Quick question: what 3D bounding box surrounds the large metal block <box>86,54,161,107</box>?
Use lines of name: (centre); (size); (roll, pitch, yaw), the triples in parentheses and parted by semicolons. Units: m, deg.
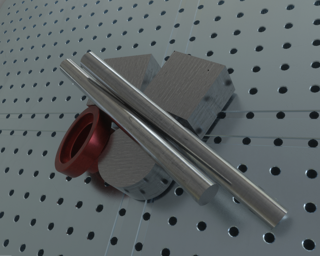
large metal block: (-0.046, -0.054, 0.441); (0.080, 0.050, 0.080); (1, 62, 28)

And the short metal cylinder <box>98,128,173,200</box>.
short metal cylinder: (-0.027, 0.041, 0.375); (0.080, 0.050, 0.080); (-13, 56, 21)

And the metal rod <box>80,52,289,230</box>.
metal rod: (0.009, -0.002, 0.352); (0.300, 0.025, 0.025); (40, 85, 24)

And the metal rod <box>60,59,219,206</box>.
metal rod: (-0.047, -0.016, 0.372); (0.025, 0.025, 0.300); (-47, 52, -4)

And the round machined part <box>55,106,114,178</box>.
round machined part: (-0.094, 0.022, 0.414); (0.098, 0.042, 0.098); (-35, 36, 31)

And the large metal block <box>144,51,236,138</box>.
large metal block: (0.035, -0.043, 0.394); (0.080, 0.050, 0.080); (27, 77, 37)
